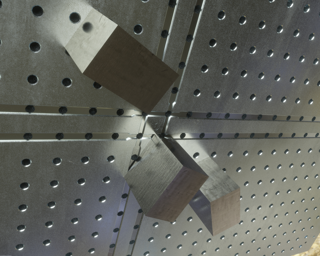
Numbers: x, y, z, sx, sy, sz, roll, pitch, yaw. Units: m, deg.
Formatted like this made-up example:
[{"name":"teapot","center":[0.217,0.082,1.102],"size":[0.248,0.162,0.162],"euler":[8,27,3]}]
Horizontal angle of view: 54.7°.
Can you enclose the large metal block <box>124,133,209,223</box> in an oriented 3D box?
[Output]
[{"name":"large metal block","center":[0.006,0.067,0.422],"size":[0.050,0.080,0.080],"euler":[27,103,-38]}]

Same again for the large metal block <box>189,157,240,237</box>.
[{"name":"large metal block","center":[0.081,0.106,0.488],"size":[0.050,0.080,0.080],"euler":[-22,127,-16]}]

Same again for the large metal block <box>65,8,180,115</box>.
[{"name":"large metal block","center":[-0.040,-0.068,0.313],"size":[0.080,0.080,0.050],"euler":[32,101,-39]}]
